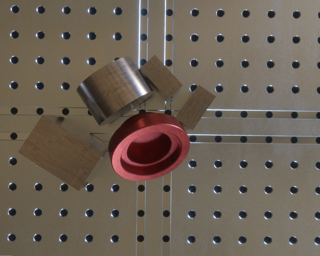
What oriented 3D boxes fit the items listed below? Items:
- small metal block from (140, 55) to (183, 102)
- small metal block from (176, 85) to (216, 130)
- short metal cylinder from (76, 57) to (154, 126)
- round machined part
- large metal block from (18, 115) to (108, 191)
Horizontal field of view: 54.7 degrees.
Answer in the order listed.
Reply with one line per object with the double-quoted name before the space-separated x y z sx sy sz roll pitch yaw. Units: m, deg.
"small metal block" 0.001 -0.062 0.401 0.025 0.050 0.050 -43 91 0
"small metal block" 0.044 -0.025 0.401 0.025 0.050 0.050 35 90 -1
"short metal cylinder" -0.055 -0.045 0.385 0.080 0.080 0.050 -33 90 0
"round machined part" -0.016 0.019 0.388 0.099 0.042 0.097 -12 134 -12
"large metal block" -0.111 0.028 0.384 0.080 0.080 0.050 33 90 -1
